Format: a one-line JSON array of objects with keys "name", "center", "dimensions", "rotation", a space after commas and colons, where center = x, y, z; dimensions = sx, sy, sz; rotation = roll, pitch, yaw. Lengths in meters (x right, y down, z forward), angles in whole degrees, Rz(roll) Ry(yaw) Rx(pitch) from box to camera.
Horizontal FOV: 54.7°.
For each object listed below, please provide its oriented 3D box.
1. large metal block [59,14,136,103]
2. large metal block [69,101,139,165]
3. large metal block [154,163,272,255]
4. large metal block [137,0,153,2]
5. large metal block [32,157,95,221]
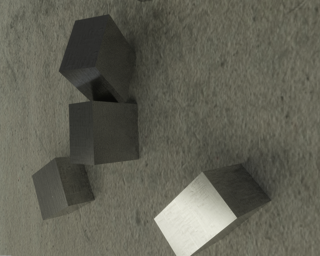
[{"name": "large metal block", "center": [-0.077, -0.086, 0.407], "dimensions": [0.050, 0.080, 0.080], "rotation": [-2, 63, 21]}, {"name": "large metal block", "center": [-0.076, 0.006, 0.429], "dimensions": [0.050, 0.081, 0.079], "rotation": [-3, 89, 40]}, {"name": "large metal block", "center": [0.055, 0.085, 0.322], "dimensions": [0.080, 0.081, 0.050], "rotation": [-50, 61, 28]}, {"name": "large metal block", "center": [-0.019, -0.199, 0.383], "dimensions": [0.080, 0.081, 0.050], "rotation": [8, 95, 39]}, {"name": "large metal block", "center": [-0.164, 0.100, 0.521], "dimensions": [0.080, 0.050, 0.080], "rotation": [-33, 70, 35]}]
